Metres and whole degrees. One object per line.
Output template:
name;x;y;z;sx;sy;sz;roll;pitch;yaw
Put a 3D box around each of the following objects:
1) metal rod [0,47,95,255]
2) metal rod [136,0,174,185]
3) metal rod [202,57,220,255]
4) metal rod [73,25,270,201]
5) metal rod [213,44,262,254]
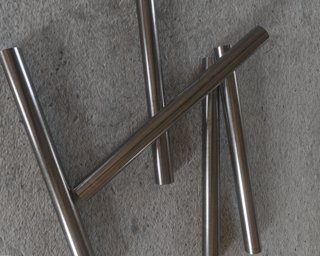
metal rod;-0.124;0.055;0.363;0.025;0.025;0.298;-20;97;-19
metal rod;-0.009;-0.076;0.405;0.025;0.025;0.298;-7;93;-20
metal rod;0.072;0.052;0.435;0.025;0.025;0.298;0;90;-20
metal rod;0.017;-0.020;0.383;0.300;0.025;0.025;-41;104;-3
metal rod;0.111;0.036;0.435;0.025;0.025;0.298;-14;100;-19
